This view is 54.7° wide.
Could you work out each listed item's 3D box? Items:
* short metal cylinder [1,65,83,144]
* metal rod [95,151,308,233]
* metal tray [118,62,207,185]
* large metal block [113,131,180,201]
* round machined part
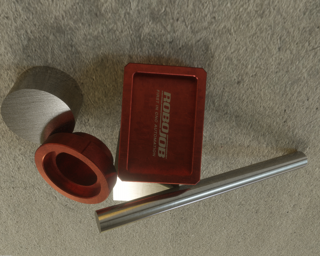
[{"bbox_3d":[-0.137,-0.027,0.368,0.081,0.050,0.079,0,130,0],"label":"short metal cylinder"},{"bbox_3d":[0.069,0.074,0.396,0.303,0.025,0.025,-12,134,-23],"label":"metal rod"},{"bbox_3d":[0.002,-0.004,0.352,0.091,0.030,0.129,4,90,-4],"label":"metal tray"},{"bbox_3d":[-0.018,0.051,0.415,0.081,0.080,0.050,4,130,-4],"label":"large metal block"},{"bbox_3d":[-0.096,0.043,0.375,0.098,0.042,0.097,12,131,15],"label":"round machined part"}]
